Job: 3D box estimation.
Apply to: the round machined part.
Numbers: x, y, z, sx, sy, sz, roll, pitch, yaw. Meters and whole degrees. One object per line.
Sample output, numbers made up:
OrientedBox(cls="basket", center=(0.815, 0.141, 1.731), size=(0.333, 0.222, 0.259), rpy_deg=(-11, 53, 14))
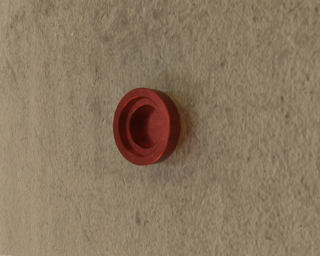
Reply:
OrientedBox(cls="round machined part", center=(-0.012, -0.002, 0.402), size=(0.098, 0.042, 0.097), rpy_deg=(0, 90, 39))
